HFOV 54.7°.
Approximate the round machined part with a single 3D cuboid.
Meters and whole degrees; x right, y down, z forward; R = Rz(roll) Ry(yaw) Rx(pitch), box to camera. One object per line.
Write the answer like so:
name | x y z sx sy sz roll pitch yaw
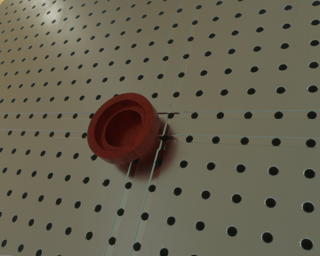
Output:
round machined part | -0.045 0.004 0.417 0.098 0.042 0.098 -13 56 20
